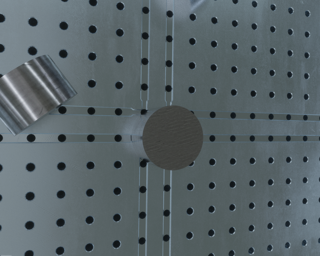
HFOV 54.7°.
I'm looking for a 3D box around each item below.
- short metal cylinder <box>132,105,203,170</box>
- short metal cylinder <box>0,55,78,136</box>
[{"bbox_3d":[0.009,0.012,0.402,0.081,0.050,0.079,0,90,-20],"label":"short metal cylinder"},{"bbox_3d":[-0.137,-0.035,0.333,0.080,0.080,0.050,-38,103,-16],"label":"short metal cylinder"}]
